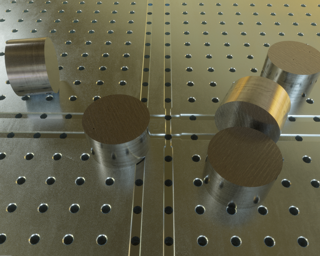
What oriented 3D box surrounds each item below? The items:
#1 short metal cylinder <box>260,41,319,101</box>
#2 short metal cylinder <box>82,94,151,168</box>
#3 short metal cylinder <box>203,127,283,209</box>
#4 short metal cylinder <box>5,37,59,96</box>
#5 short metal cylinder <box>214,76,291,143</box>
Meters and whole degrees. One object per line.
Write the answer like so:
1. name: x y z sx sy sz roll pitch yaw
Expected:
1. short metal cylinder: 0.197 -0.087 0.467 0.081 0.050 0.080 0 50 0
2. short metal cylinder: -0.052 0.003 0.388 0.081 0.050 0.080 0 50 0
3. short metal cylinder: 0.092 0.045 0.355 0.081 0.050 0.080 0 50 0
4. short metal cylinder: -0.179 -0.087 0.443 0.050 0.080 0.080 -6 50 -5
5. short metal cylinder: 0.116 -0.018 0.389 0.080 0.080 0.050 23 54 18
